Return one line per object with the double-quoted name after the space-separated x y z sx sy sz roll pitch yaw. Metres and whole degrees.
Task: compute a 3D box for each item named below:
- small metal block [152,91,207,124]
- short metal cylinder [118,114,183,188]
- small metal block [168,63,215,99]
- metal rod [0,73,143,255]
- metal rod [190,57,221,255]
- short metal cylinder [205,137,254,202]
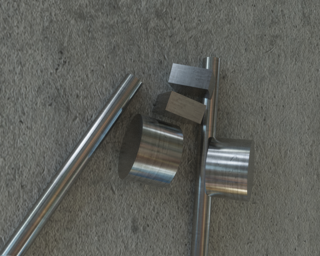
0.024 -0.025 0.405 0.050 0.050 0.025 21 83 -19 "small metal block"
-0.013 0.028 0.375 0.050 0.080 0.080 17 85 -19 "short metal cylinder"
0.043 -0.060 0.401 0.050 0.050 0.025 13 85 15 "small metal block"
-0.113 0.061 0.367 0.025 0.025 0.300 37 78 -17 "metal rod"
0.063 0.052 0.432 0.025 0.025 0.298 4 89 -20 "metal rod"
0.094 0.054 0.408 0.050 0.080 0.080 3 89 22 "short metal cylinder"
